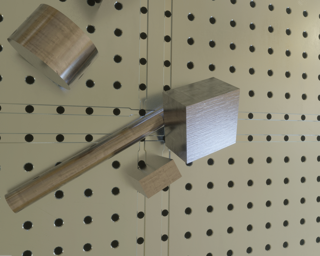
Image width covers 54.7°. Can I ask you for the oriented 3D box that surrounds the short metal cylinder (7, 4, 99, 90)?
[{"bbox_3d":[-0.116,-0.087,0.341,0.080,0.080,0.050,40,77,-16],"label":"short metal cylinder"}]

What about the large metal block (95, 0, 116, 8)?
[{"bbox_3d":[-0.045,-0.196,0.367,0.080,0.080,0.050,-34,102,-17],"label":"large metal block"}]

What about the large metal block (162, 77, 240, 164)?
[{"bbox_3d":[0.053,-0.012,0.399,0.081,0.050,0.079,-20,124,-25],"label":"large metal block"}]

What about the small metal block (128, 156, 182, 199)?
[{"bbox_3d":[-0.008,0.061,0.398,0.050,0.050,0.025,-30,100,-18],"label":"small metal block"}]

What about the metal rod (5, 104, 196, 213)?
[{"bbox_3d":[-0.045,0.013,0.396,0.302,0.025,0.025,-30,100,-18],"label":"metal rod"}]
